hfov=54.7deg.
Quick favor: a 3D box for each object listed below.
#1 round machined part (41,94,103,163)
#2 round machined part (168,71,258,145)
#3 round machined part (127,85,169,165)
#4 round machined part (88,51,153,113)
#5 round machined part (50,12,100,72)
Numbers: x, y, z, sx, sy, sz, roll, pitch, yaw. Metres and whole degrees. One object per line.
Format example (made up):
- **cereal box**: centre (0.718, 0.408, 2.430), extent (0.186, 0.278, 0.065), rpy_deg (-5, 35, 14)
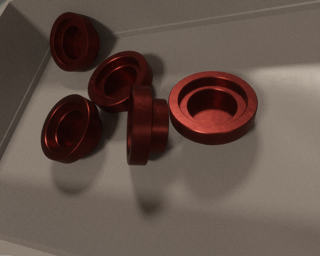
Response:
- **round machined part**: centre (-0.122, 0.004, 0.446), extent (0.098, 0.042, 0.098), rpy_deg (-14, 63, 31)
- **round machined part**: centre (0.060, -0.019, 0.361), extent (0.099, 0.042, 0.098), rpy_deg (-3, 50, 4)
- **round machined part**: centre (-0.016, -0.003, 0.379), extent (0.042, 0.097, 0.098), rpy_deg (3, 57, -10)
- **round machined part**: centre (-0.054, -0.063, 0.461), extent (0.098, 0.042, 0.098), rpy_deg (-13, 56, 20)
- **round machined part**: centre (-0.143, -0.147, 0.538), extent (0.098, 0.042, 0.097), rpy_deg (6, 101, 34)
